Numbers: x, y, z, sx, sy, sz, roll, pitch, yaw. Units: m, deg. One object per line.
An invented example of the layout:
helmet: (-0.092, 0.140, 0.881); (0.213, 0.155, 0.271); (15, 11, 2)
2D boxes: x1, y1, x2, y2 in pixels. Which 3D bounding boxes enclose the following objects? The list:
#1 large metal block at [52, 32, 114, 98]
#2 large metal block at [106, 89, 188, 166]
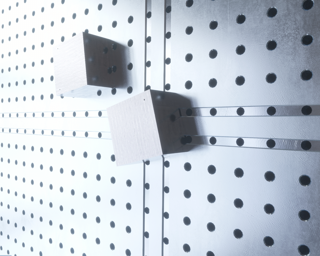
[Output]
large metal block: (-0.123, -0.096, 0.492); (0.080, 0.050, 0.080); (-10, 84, 39)
large metal block: (-0.019, 0.002, 0.406); (0.080, 0.050, 0.080); (-18, 78, 38)
